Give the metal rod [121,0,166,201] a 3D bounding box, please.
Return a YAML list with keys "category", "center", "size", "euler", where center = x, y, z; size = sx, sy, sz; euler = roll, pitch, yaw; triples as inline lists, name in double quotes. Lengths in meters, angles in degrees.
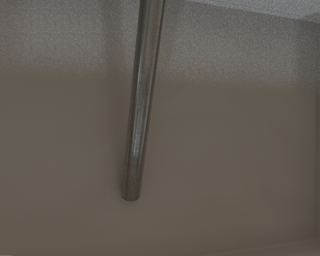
- category: "metal rod"
  center: [-0.018, -0.049, 0.340]
  size: [0.025, 0.025, 0.298]
  euler: [-1, 115, -20]
